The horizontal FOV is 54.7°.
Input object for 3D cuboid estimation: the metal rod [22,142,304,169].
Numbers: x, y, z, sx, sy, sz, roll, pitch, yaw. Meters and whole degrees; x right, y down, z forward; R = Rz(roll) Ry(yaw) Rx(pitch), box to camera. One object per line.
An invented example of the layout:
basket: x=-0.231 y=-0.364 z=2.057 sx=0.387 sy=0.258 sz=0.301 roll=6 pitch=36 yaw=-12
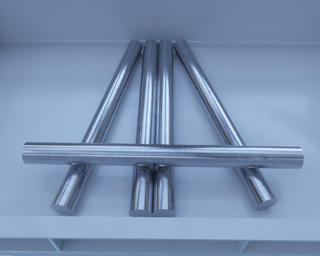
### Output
metal rod: x=0.003 y=0.030 z=0.344 sx=0.302 sy=0.025 sz=0.025 roll=1 pitch=50 yaw=1

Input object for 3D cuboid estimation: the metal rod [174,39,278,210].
metal rod: x=0.075 y=-0.028 z=0.427 sx=0.025 sy=0.025 sz=0.300 roll=-12 pitch=51 yaw=-10

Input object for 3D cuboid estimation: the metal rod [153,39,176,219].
metal rod: x=0.007 y=-0.024 z=0.423 sx=0.025 sy=0.025 sz=0.300 roll=1 pitch=50 yaw=1

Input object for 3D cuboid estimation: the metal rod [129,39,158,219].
metal rod: x=-0.017 y=-0.023 z=0.423 sx=0.025 sy=0.025 sz=0.300 roll=1 pitch=50 yaw=1

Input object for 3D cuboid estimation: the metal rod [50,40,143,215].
metal rod: x=-0.073 y=-0.025 z=0.424 sx=0.025 sy=0.025 sz=0.300 roll=10 pitch=51 yaw=8
